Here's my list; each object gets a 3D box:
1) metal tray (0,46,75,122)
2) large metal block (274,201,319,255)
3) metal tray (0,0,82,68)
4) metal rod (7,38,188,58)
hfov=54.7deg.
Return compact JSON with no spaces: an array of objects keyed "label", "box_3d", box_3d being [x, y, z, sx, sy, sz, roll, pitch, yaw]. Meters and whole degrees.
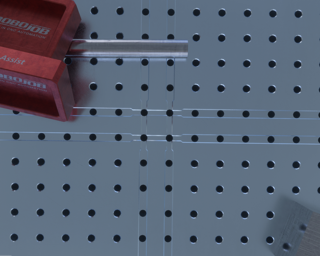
[{"label":"metal tray","box_3d":[-0.177,-0.055,0.377,0.131,0.090,0.030,13,60,0]},{"label":"large metal block","box_3d":[0.209,0.153,0.403,0.080,0.050,0.080,21,90,0]},{"label":"metal tray","box_3d":[-0.178,-0.129,0.389,0.131,0.030,0.090,15,71,5]},{"label":"metal rod","box_3d":[-0.115,-0.106,0.412,0.302,0.025,0.025,0,90,0]}]
